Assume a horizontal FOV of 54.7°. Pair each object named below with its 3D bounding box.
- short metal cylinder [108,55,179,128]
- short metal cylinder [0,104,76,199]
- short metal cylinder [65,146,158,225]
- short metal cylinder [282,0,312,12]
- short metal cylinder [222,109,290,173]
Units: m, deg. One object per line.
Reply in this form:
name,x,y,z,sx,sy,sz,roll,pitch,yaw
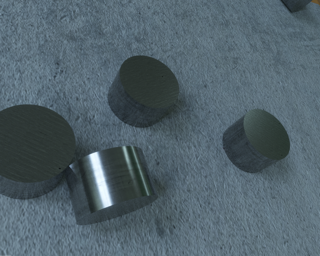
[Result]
short metal cylinder,-0.022,-0.047,0.404,0.081,0.050,0.080,14,56,-21
short metal cylinder,-0.129,0.024,0.304,0.081,0.050,0.080,14,56,-21
short metal cylinder,-0.048,0.058,0.307,0.081,0.080,0.050,-7,66,-31
short metal cylinder,0.340,-0.330,0.752,0.081,0.080,0.050,-23,74,-36
short metal cylinder,0.139,0.019,0.451,0.081,0.050,0.080,14,56,-21
